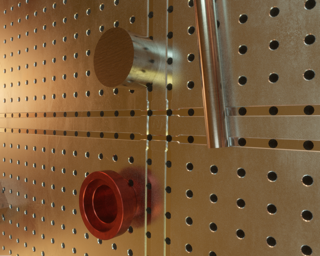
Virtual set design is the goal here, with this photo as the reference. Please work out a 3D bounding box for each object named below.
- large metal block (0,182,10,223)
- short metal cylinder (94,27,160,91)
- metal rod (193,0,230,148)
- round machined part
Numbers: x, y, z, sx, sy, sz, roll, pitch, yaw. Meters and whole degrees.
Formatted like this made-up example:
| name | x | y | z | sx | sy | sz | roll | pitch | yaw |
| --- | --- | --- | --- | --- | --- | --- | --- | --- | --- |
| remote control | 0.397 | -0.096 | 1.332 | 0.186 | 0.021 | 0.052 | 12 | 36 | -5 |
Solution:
| name | x | y | z | sx | sy | sz | roll | pitch | yaw |
| --- | --- | --- | --- | --- | --- | --- | --- | --- | --- |
| large metal block | -0.405 | 0.180 | 0.729 | 0.080 | 0.050 | 0.080 | -51 | 60 | 28 |
| short metal cylinder | -0.047 | -0.094 | 0.432 | 0.080 | 0.050 | 0.080 | 0 | 90 | 40 |
| metal rod | 0.054 | -0.126 | 0.364 | 0.025 | 0.025 | 0.298 | -8 | 85 | 40 |
| round machined part | -0.073 | 0.111 | 0.459 | 0.098 | 0.042 | 0.097 | 0 | 90 | 40 |
